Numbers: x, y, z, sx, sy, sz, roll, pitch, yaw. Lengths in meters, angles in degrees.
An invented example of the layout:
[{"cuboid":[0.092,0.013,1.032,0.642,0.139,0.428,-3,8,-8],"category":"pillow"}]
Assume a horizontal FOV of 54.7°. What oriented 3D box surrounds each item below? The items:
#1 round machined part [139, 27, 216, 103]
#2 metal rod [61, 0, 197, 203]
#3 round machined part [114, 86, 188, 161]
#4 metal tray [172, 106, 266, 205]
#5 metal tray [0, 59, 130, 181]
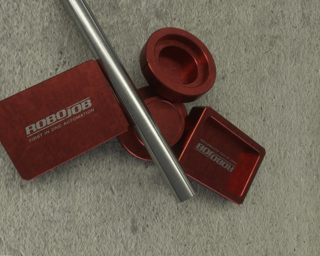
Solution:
[{"cuboid":[0.019,-0.076,0.397,0.099,0.042,0.098,11,64,-23],"category":"round machined part"},{"cuboid":[-0.044,-0.051,0.358,0.025,0.025,0.299,-29,87,-18],"category":"metal rod"},{"cuboid":[-0.007,-0.006,0.399,0.099,0.042,0.097,0,90,-20],"category":"round machined part"},{"cuboid":[0.080,0.039,0.426,0.130,0.030,0.090,33,79,-28],"category":"metal tray"},{"cuboid":[-0.113,-0.010,0.355,0.131,0.030,0.090,-28,97,-9],"category":"metal tray"}]
